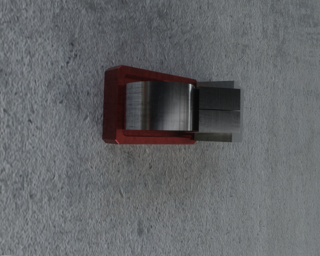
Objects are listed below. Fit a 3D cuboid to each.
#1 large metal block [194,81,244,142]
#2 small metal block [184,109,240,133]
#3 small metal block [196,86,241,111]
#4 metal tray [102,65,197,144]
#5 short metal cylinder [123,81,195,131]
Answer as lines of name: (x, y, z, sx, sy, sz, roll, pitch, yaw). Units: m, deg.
large metal block: (0.087, -0.020, 0.444, 0.080, 0.050, 0.080, 7, 86, -66)
small metal block: (0.062, -0.007, 0.373, 0.050, 0.050, 0.025, 2, 88, -14)
small metal block: (0.062, -0.032, 0.374, 0.050, 0.050, 0.025, 2, 88, -14)
metal tray: (-0.008, -0.024, 0.396, 0.131, 0.030, 0.089, 3, 88, -40)
short metal cylinder: (-0.001, -0.022, 0.353, 0.081, 0.080, 0.050, 1, 90, -40)
